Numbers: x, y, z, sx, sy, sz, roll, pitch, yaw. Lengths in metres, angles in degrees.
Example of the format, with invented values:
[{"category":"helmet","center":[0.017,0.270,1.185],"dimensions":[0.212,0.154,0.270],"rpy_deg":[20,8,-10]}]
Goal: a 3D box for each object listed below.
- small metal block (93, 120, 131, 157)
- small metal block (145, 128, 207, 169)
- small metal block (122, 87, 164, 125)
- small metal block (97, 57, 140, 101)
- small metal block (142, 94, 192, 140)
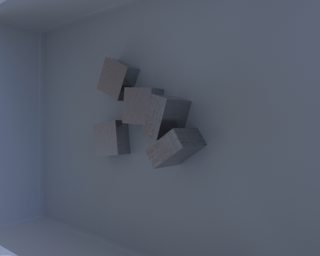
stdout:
[{"category":"small metal block","center":[-0.073,0.016,0.464],"dimensions":[0.050,0.025,0.050],"rpy_deg":[-8,85,39]},{"category":"small metal block","center":[0.020,0.024,0.373],"dimensions":[0.050,0.050,0.025],"rpy_deg":[-40,66,32]},{"category":"small metal block","center":[-0.024,-0.030,0.424],"dimensions":[0.050,0.025,0.050],"rpy_deg":[6,94,39]},{"category":"small metal block","center":[-0.062,-0.072,0.456],"dimensions":[0.050,0.025,0.050],"rpy_deg":[30,109,35]},{"category":"small metal block","center":[0.009,-0.013,0.382],"dimensions":[0.025,0.050,0.050],"rpy_deg":[23,104,37]}]
